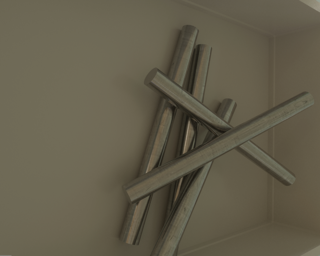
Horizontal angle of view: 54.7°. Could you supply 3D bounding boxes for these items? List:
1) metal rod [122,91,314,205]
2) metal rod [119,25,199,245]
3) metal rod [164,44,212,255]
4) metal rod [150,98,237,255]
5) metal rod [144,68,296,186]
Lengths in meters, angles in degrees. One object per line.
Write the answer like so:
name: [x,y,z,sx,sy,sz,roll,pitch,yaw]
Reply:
metal rod: [0.090,0.018,0.409,0.302,0.025,0.025,-25,107,-20]
metal rod: [0.003,-0.001,0.410,0.025,0.025,0.299,27,73,-37]
metal rod: [0.038,0.025,0.441,0.025,0.025,0.299,18,79,-39]
metal rod: [0.050,0.065,0.416,0.025,0.025,0.301,53,48,-27]
metal rod: [0.101,0.011,0.442,0.301,0.025,0.025,33,69,-27]
